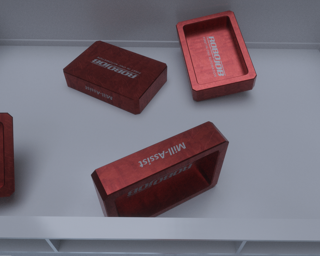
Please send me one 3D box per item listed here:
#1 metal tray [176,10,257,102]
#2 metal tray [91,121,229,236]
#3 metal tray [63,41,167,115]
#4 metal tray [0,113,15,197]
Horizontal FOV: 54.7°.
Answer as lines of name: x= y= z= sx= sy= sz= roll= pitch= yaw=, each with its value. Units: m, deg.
metal tray: x=0.081 y=-0.110 z=0.465 sx=0.090 sy=0.030 sz=0.130 roll=-12 pitch=64 yaw=3
metal tray: x=0.003 y=0.053 z=0.318 sx=0.131 sy=0.089 sz=0.030 roll=-22 pitch=54 yaw=-18
metal tray: x=-0.066 y=-0.080 z=0.468 sx=0.130 sy=0.030 sz=0.090 roll=23 pitch=53 yaw=18
metal tray: x=-0.222 y=0.031 z=0.317 sx=0.131 sy=0.030 sz=0.089 roll=-2 pitch=86 yaw=-26
